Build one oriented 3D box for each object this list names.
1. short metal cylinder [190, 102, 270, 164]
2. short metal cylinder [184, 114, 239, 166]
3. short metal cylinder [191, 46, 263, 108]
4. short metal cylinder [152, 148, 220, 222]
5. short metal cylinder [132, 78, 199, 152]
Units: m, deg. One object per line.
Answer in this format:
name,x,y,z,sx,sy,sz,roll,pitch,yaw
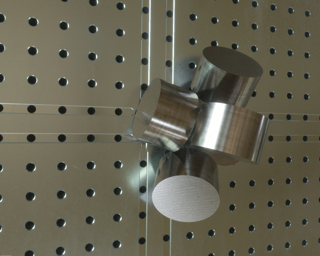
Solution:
short metal cylinder,0.080,0.007,0.359,0.081,0.080,0.050,18,84,-19
short metal cylinder,0.078,0.010,0.427,0.081,0.050,0.080,0,89,-20
short metal cylinder,0.086,-0.066,0.407,0.081,0.080,0.050,2,129,-20
short metal cylinder,0.033,0.072,0.389,0.080,0.050,0.079,3,124,5
short metal cylinder,0.005,-0.016,0.385,0.050,0.080,0.080,20,83,-19
